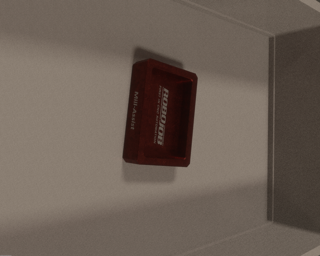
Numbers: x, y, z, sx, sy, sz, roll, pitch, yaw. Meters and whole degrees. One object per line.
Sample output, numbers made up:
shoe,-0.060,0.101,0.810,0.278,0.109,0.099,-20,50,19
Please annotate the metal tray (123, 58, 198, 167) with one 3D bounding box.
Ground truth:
metal tray,0.003,-0.016,0.407,0.091,0.030,0.129,9,84,-40
